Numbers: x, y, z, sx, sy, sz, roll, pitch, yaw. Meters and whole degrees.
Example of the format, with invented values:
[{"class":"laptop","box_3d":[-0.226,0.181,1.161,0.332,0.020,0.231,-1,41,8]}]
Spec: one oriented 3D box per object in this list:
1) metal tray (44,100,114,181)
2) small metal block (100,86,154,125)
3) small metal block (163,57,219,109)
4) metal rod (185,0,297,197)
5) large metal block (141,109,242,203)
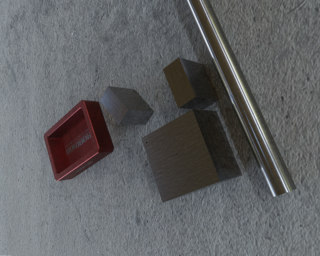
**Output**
[{"class":"metal tray","box_3d":[-0.138,0.023,0.512,0.130,0.030,0.090,-33,70,34]},{"class":"small metal block","box_3d":[-0.045,-0.030,0.423,0.050,0.050,0.025,49,119,28]},{"class":"small metal block","box_3d":[0.036,-0.050,0.357,0.025,0.050,0.050,-32,70,35]},{"class":"metal rod","box_3d":[0.073,-0.072,0.343,0.025,0.025,0.299,-31,71,35]},{"class":"large metal block","box_3d":[0.035,0.032,0.359,0.080,0.050,0.080,-30,72,35]}]
